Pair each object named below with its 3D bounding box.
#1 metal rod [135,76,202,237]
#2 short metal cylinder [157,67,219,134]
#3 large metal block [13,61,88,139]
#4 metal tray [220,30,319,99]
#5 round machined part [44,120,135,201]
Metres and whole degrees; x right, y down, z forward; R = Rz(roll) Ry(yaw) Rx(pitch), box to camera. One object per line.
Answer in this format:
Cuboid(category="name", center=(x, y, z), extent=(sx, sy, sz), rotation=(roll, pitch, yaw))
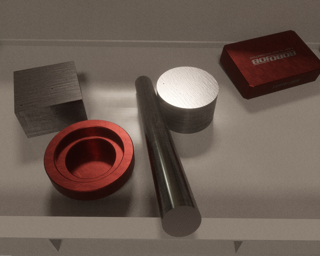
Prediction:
Cuboid(category="metal rod", center=(-0.006, -0.004, 0.328), extent=(0.025, 0.025, 0.300), rotation=(-6, 25, -5))
Cuboid(category="short metal cylinder", center=(0.036, -0.039, 0.422), extent=(0.081, 0.050, 0.080), rotation=(0, 50, 0))
Cuboid(category="large metal block", center=(-0.147, -0.040, 0.421), extent=(0.081, 0.050, 0.080), rotation=(-13, 52, -12))
Cuboid(category="metal tray", center=(0.172, -0.101, 0.482), extent=(0.131, 0.030, 0.090), rotation=(-16, 59, -13))
Cuboid(category="round machined part", center=(-0.078, 0.040, 0.359), extent=(0.099, 0.042, 0.098), rotation=(0, 50, 0))
